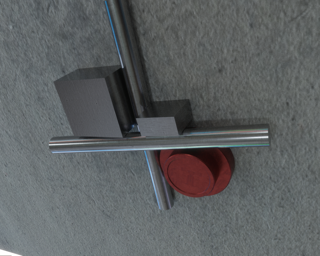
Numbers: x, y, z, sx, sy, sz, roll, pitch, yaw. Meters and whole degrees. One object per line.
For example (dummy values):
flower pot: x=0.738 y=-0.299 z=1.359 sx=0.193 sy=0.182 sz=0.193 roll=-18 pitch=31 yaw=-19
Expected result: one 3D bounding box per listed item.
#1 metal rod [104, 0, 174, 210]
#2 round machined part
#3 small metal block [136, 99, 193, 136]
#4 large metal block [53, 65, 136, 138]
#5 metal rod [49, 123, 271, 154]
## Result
metal rod: x=-0.021 y=-0.013 z=0.409 sx=0.025 sy=0.025 sz=0.298 roll=1 pitch=119 yaw=27
round machined part: x=0.044 y=0.051 z=0.404 sx=0.098 sy=0.042 sz=0.097 roll=13 pitch=124 yaw=20
small metal block: x=0.007 y=-0.013 z=0.379 sx=0.050 sy=0.050 sz=0.025 roll=-1 pitch=118 yaw=28
large metal block: x=-0.080 y=-0.035 z=0.410 sx=0.080 sy=0.050 sz=0.079 roll=1 pitch=119 yaw=27
metal rod: x=-0.019 y=0.016 z=0.395 sx=0.301 sy=0.025 sz=0.025 roll=-4 pitch=117 yaw=25
